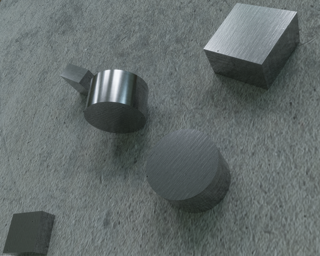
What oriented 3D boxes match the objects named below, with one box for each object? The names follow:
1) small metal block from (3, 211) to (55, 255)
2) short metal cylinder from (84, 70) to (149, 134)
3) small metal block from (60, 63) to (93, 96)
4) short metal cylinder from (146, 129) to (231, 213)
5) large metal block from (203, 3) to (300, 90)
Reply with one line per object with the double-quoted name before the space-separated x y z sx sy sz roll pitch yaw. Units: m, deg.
"small metal block" -0.171 0.139 0.406 0.050 0.025 0.050 -11 57 21
"short metal cylinder" -0.057 -0.033 0.418 0.080 0.080 0.050 -10 58 22
"small metal block" -0.122 -0.073 0.495 0.050 0.050 0.025 23 74 36
"short metal cylinder" 0.032 0.048 0.341 0.080 0.050 0.080 -13 56 20
"large metal block" 0.116 -0.104 0.390 0.080 0.050 0.080 27 76 37
